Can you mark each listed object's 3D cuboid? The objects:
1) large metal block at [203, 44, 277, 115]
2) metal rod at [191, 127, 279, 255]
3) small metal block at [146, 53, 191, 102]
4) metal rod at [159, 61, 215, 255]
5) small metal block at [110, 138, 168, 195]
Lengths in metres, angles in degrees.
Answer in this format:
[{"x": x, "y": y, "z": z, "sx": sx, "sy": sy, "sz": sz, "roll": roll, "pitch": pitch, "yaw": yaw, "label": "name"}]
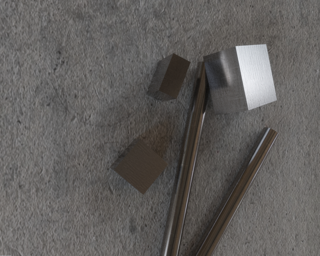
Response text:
[{"x": 0.111, "y": -0.067, "z": 0.423, "sx": 0.081, "sy": 0.050, "sz": 0.080, "roll": -17, "pitch": 97, "yaw": -43, "label": "large metal block"}, {"x": 0.090, "y": 0.129, "z": 0.443, "sx": 0.025, "sy": 0.025, "sz": 0.300, "roll": 36, "pitch": 78, "yaw": -17, "label": "metal rod"}, {"x": 0.010, "y": -0.064, "z": 0.400, "sx": 0.025, "sy": 0.050, "sz": 0.050, "roll": 23, "pitch": 82, "yaw": -19, "label": "small metal block"}, {"x": 0.035, "y": 0.057, "z": 0.423, "sx": 0.025, "sy": 0.025, "sz": 0.298, "roll": 13, "pitch": 86, "yaw": -20, "label": "metal rod"}, {"x": -0.027, "y": 0.049, "z": 0.400, "sx": 0.050, "sy": 0.025, "sz": 0.050, "roll": 44, "pitch": 76, "yaw": -15, "label": "small metal block"}]
